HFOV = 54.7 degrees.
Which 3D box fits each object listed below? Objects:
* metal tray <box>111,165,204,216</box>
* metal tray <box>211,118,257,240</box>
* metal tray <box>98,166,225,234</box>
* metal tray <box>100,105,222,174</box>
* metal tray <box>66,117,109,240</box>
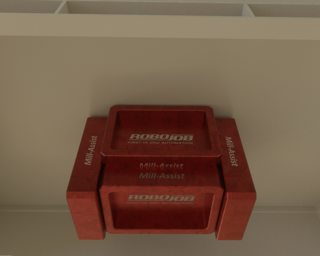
[{"bbox_3d":[0.001,0.079,0.430,0.131,0.090,0.030,0,130,-1],"label":"metal tray"},{"bbox_3d":[0.083,0.060,0.389,0.030,0.130,0.089,1,131,-1],"label":"metal tray"},{"bbox_3d":[0.001,0.085,0.357,0.131,0.030,0.089,0,130,-1],"label":"metal tray"},{"bbox_3d":[0.002,0.012,0.372,0.131,0.090,0.030,1,131,0],"label":"metal tray"},{"bbox_3d":[-0.080,0.059,0.387,0.030,0.130,0.089,0,131,0],"label":"metal tray"}]
